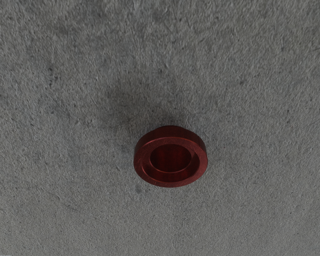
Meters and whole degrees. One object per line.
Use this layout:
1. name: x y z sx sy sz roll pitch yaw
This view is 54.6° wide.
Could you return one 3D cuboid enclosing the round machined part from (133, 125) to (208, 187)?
1. round machined part: 0.014 0.035 0.425 0.099 0.042 0.097 0 130 0
